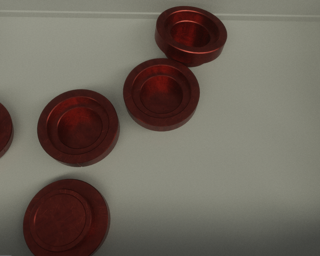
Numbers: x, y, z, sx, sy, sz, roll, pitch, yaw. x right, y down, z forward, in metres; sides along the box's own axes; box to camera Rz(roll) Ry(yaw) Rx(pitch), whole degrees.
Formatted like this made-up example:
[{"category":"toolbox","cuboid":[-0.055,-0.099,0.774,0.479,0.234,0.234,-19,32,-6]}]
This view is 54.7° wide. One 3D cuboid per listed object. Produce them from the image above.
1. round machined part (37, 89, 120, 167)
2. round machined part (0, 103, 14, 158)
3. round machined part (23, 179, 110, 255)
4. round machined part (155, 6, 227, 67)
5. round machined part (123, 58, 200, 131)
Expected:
[{"category":"round machined part","cuboid":[-0.101,0.003,0.398,0.099,0.042,0.098,0,70,-1]},{"category":"round machined part","cuboid":[-0.237,-0.001,0.383,0.099,0.042,0.098,7,66,-17]},{"category":"round machined part","cuboid":[-0.110,0.108,0.360,0.099,0.042,0.098,0,70,-1]},{"category":"round machined part","cuboid":[0.041,-0.125,0.438,0.099,0.042,0.098,4,56,-6]},{"category":"round machined part","cuboid":[0.002,-0.041,0.416,0.099,0.042,0.098,0,70,0]}]
